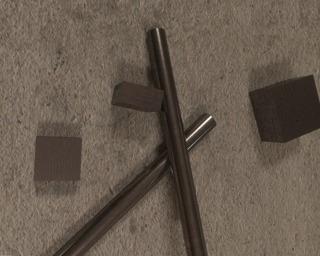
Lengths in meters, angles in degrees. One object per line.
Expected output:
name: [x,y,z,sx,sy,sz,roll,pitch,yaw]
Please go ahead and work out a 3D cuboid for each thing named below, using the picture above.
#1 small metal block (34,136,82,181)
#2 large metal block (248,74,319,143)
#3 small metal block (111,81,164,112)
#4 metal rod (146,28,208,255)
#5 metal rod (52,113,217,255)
small metal block: [-0.120,0.036,0.365,0.050,0.025,0.050,3,89,-20]
large metal block: [0.191,-0.029,0.468,0.081,0.050,0.080,-19,97,-19]
small metal block: [-0.029,-0.037,0.386,0.050,0.050,0.025,11,86,-20]
metal rod: [0.021,0.020,0.392,0.025,0.025,0.298,-8,84,-20]
metal rod: [-0.037,0.086,0.396,0.301,0.025,0.025,-42,104,-15]
